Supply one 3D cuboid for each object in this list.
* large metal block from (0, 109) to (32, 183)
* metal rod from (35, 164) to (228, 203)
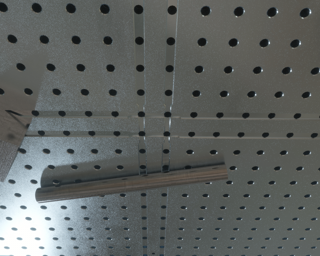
[{"bbox_3d":[-0.228,0.017,0.406,0.080,0.050,0.080,24,126,-20],"label":"large metal block"},{"bbox_3d":[-0.047,0.088,0.485,0.302,0.025,0.025,-8,130,6],"label":"metal rod"}]
